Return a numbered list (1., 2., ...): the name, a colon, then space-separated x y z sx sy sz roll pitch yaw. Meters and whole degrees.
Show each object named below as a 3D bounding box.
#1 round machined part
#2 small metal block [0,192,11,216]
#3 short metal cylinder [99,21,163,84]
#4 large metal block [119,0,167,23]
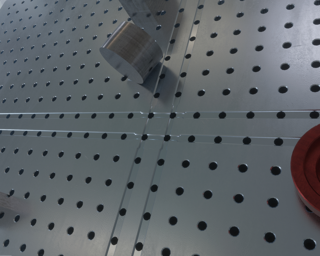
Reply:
1. round machined part: 0.173 0.042 0.281 0.098 0.042 0.098 -13 56 21
2. small metal block: -0.261 0.115 0.459 0.050 0.050 0.025 -30 52 9
3. short metal cylinder: -0.043 -0.111 0.464 0.080 0.080 0.050 28 78 37
4. large metal block: -0.029 -0.242 0.537 0.050 0.080 0.080 9 66 32
